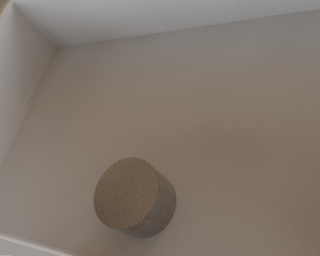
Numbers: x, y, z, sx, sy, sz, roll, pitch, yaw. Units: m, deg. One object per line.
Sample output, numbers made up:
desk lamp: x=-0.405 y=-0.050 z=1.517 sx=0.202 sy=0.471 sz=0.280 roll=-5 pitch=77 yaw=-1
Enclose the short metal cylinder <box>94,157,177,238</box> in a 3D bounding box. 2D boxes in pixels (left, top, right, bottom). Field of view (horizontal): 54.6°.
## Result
short metal cylinder: x=-0.028 y=0.080 z=0.356 sx=0.080 sy=0.050 sz=0.080 roll=-13 pitch=56 yaw=21
